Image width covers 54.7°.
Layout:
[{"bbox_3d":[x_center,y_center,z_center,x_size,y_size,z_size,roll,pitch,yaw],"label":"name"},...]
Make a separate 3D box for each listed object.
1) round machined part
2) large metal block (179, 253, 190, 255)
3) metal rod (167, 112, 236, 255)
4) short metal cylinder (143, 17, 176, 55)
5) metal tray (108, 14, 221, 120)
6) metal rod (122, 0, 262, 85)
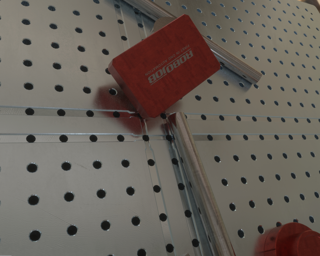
[{"bbox_3d":[0.187,0.170,0.397,0.099,0.042,0.098,14,56,-21],"label":"round machined part"},{"bbox_3d":[0.011,0.180,0.289,0.081,0.050,0.080,-27,77,-37],"label":"large metal block"},{"bbox_3d":[0.064,0.115,0.374,0.025,0.025,0.299,-4,64,-30],"label":"metal rod"},{"bbox_3d":[0.017,-0.124,0.478,0.081,0.050,0.080,14,56,-21],"label":"short metal cylinder"},{"bbox_3d":[0.008,-0.083,0.419,0.131,0.030,0.090,-38,99,-19],"label":"metal tray"},{"bbox_3d":[0.048,-0.164,0.535,0.301,0.025,0.025,30,52,-9],"label":"metal rod"}]
